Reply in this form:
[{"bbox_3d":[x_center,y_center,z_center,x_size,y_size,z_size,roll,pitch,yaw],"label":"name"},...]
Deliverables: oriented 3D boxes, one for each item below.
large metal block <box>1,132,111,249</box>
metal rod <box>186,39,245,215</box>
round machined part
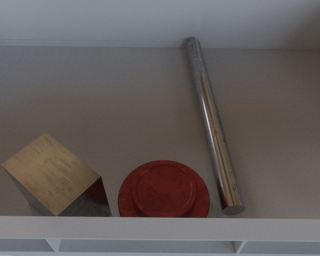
[{"bbox_3d":[-0.101,0.064,0.314,0.080,0.080,0.050,32,57,24],"label":"large metal block"},{"bbox_3d":[0.067,-0.026,0.427,0.025,0.025,0.300,-3,50,-3],"label":"metal rod"},{"bbox_3d":[0.004,0.074,0.332,0.099,0.042,0.098,0,50,0],"label":"round machined part"}]
